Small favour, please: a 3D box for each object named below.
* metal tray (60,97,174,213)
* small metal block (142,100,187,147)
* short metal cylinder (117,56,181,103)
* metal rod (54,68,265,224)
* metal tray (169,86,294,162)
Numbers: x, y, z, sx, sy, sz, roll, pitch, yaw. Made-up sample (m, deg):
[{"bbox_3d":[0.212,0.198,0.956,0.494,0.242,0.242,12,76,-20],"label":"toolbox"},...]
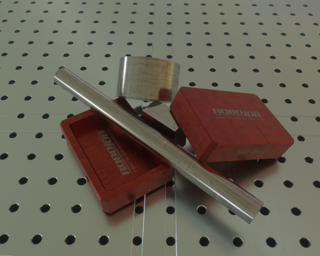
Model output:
[{"bbox_3d":[-0.054,0.026,0.377,0.091,0.030,0.130,-25,55,-20],"label":"metal tray"},{"bbox_3d":[0.006,0.000,0.385,0.050,0.050,0.025,33,58,25],"label":"small metal block"},{"bbox_3d":[-0.015,-0.062,0.411,0.080,0.080,0.050,6,92,5],"label":"short metal cylinder"},{"bbox_3d":[-0.020,0.006,0.359,0.300,0.025,0.025,34,58,25],"label":"metal rod"},{"bbox_3d":[0.087,-0.005,0.371,0.131,0.030,0.090,1,45,-32],"label":"metal tray"}]
